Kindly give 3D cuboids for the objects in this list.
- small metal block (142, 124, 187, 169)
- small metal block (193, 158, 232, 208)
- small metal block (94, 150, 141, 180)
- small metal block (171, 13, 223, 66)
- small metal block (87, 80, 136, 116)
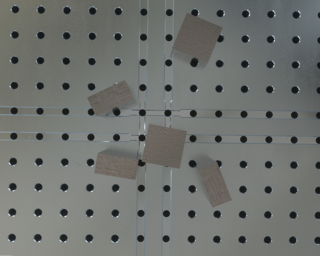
[{"bbox_3d":[0.006,0.024,0.414,0.050,0.025,0.050,11,90,-1],"label":"small metal block"},{"bbox_3d":[0.067,0.069,0.402,0.025,0.050,0.050,-21,90,0],"label":"small metal block"},{"bbox_3d":[-0.053,0.047,0.400,0.050,0.050,0.025,9,90,-1],"label":"small metal block"},{"bbox_3d":[0.049,-0.117,0.414,0.050,0.025,0.050,22,90,-1],"label":"small metal block"},{"bbox_3d":[-0.060,-0.037,0.400,0.050,0.050,0.025,-25,90,0],"label":"small metal block"}]
